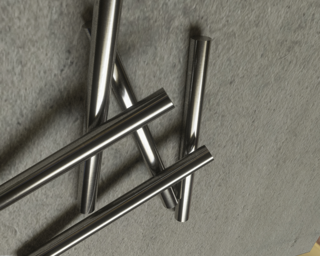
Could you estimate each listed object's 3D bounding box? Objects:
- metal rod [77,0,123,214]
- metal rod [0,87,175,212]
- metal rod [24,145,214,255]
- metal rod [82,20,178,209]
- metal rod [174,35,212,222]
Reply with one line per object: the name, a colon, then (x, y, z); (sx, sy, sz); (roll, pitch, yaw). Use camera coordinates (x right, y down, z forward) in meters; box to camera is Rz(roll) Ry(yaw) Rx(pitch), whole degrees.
metal rod: (-0.070, -0.014, 0.339); (0.025, 0.025, 0.298); (-5, 127, -27)
metal rod: (-0.120, 0.044, 0.333); (0.301, 0.025, 0.025); (-31, 130, 5)
metal rod: (-0.061, 0.112, 0.422); (0.301, 0.025, 0.025); (-32, 129, 1)
metal rod: (-0.025, 0.006, 0.398); (0.025, 0.025, 0.299); (-29, 129, -11)
metal rod: (0.043, 0.021, 0.444); (0.025, 0.025, 0.298); (-12, 124, -23)
